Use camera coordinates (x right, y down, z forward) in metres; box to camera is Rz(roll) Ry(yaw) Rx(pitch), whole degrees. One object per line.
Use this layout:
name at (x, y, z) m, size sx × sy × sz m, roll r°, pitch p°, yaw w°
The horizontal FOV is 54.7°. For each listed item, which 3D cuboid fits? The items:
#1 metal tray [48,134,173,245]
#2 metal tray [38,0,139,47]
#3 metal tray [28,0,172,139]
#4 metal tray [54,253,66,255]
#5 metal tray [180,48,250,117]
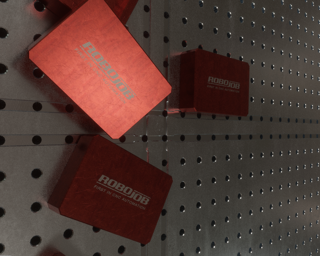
metal tray at (-0.051, 0.074, 0.365) m, size 0.130 × 0.030 × 0.090 m, roll 35°, pitch 69°, yaw -35°
metal tray at (-0.066, -0.170, 0.351) m, size 0.090 × 0.030 × 0.130 m, roll 36°, pitch 68°, yaw -34°
metal tray at (-0.059, -0.061, 0.331) m, size 0.090 × 0.030 × 0.130 m, roll -42°, pitch 120°, yaw -1°
metal tray at (-0.116, 0.208, 0.310) m, size 0.131 × 0.030 × 0.090 m, roll -48°, pitch 119°, yaw -29°
metal tray at (0.089, -0.066, 0.483) m, size 0.131 × 0.030 × 0.089 m, roll 3°, pitch 88°, yaw -40°
